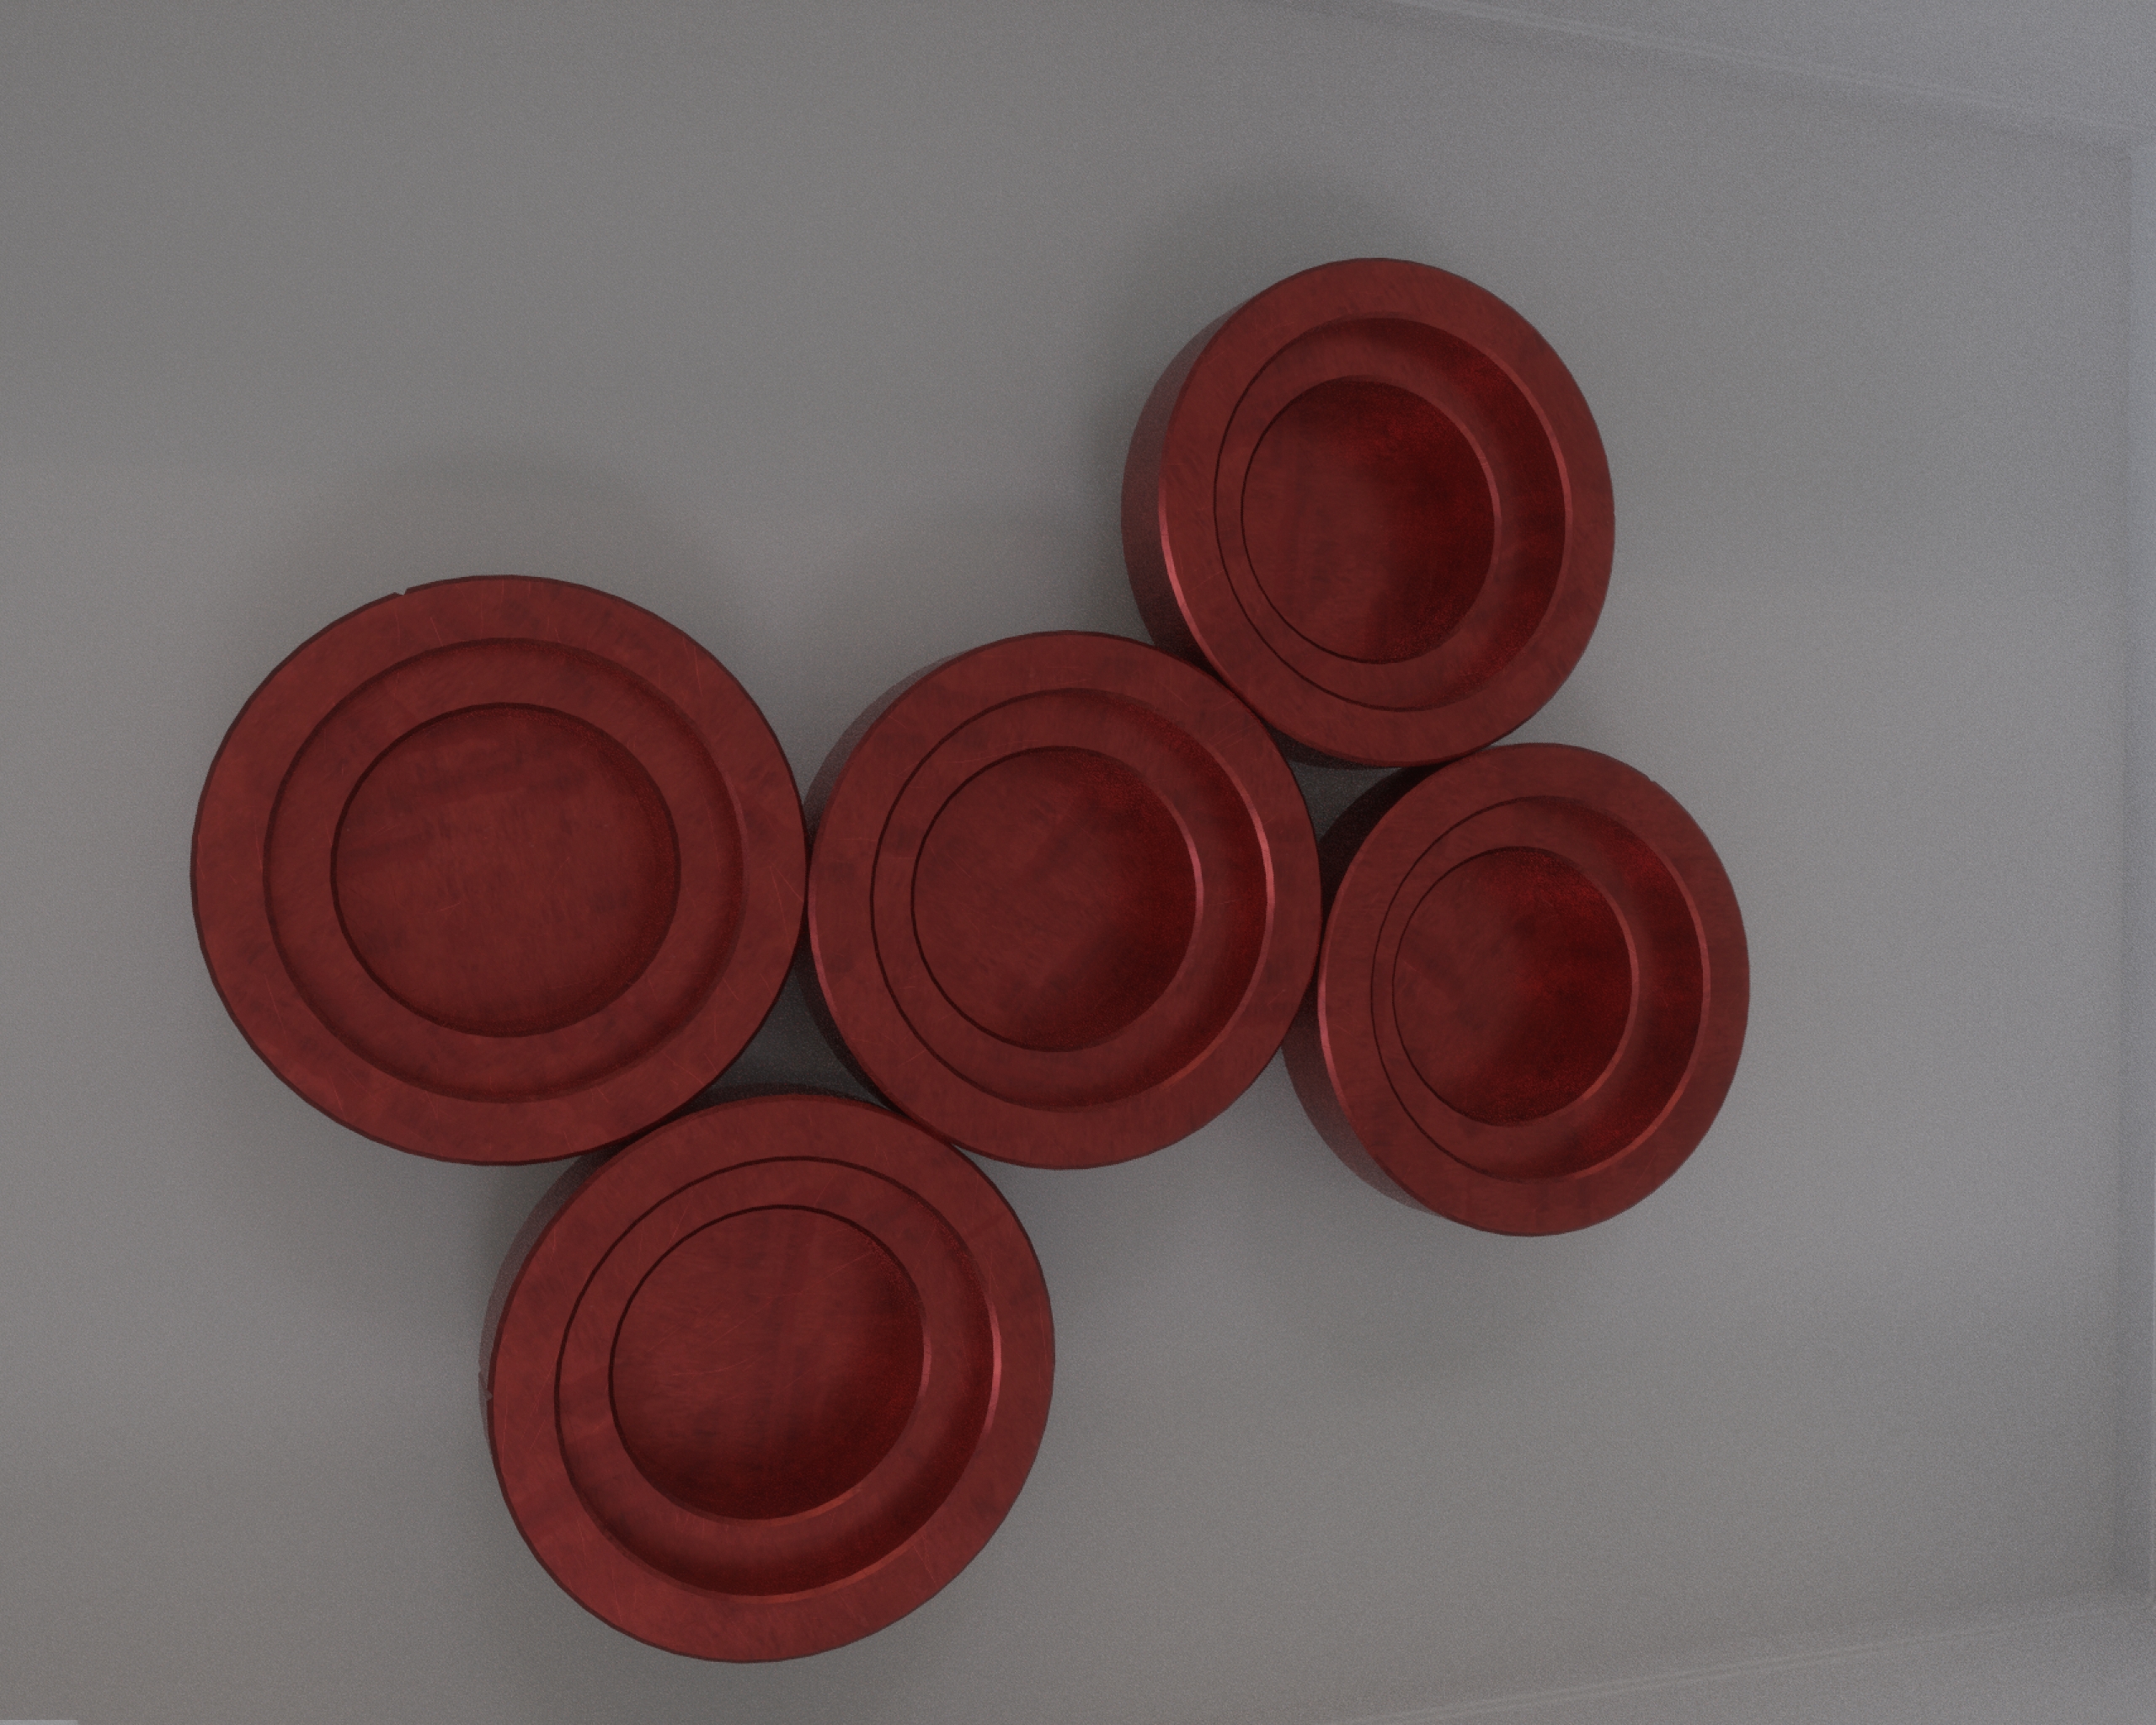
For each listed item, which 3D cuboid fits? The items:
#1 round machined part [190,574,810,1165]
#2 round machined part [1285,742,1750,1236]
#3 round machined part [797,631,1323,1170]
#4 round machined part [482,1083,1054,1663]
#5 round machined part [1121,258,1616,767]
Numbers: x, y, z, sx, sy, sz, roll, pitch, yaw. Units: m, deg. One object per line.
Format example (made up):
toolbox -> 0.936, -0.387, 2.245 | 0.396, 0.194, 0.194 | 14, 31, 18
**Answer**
round machined part -> -0.100, 0.001, 0.362 | 0.099, 0.042, 0.097 | 0, 90, -20
round machined part -> 0.085, 0.025, 0.430 | 0.099, 0.042, 0.097 | 0, 90, -20
round machined part -> -0.007, 0.007, 0.395 | 0.099, 0.042, 0.097 | 0, 90, -20
round machined part -> -0.057, 0.088, 0.377 | 0.099, 0.042, 0.097 | 0, 90, -20
round machined part -> 0.054, -0.067, 0.419 | 0.099, 0.042, 0.097 | 0, 90, -20
